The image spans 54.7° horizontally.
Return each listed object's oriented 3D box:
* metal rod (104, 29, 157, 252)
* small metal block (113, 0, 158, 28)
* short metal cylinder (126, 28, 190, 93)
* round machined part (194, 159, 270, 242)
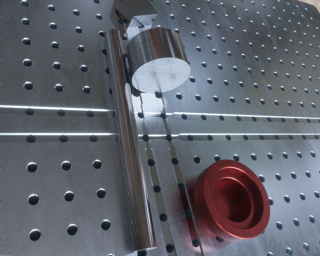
[{"bbox_3d":[-0.042,-0.005,0.389,0.025,0.025,0.299,3,60,-27],"label":"metal rod"},{"bbox_3d":[-0.040,-0.194,0.507,0.050,0.025,0.050,-22,74,-36],"label":"small metal block"},{"bbox_3d":[-0.003,-0.091,0.428,0.081,0.080,0.050,1,61,-28],"label":"short metal cylinder"},{"bbox_3d":[0.085,0.092,0.389,0.099,0.042,0.098,14,56,-21],"label":"round machined part"}]
